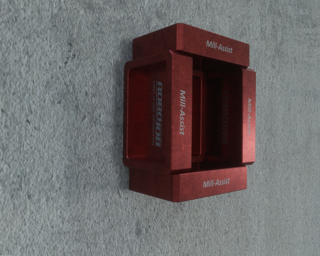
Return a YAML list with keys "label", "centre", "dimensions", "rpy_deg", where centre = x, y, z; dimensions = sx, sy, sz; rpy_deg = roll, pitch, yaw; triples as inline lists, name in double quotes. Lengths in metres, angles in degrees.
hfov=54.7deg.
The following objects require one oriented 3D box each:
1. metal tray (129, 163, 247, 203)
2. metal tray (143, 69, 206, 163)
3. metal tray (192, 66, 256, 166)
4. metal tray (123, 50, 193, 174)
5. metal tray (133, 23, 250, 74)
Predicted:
- label: "metal tray"
  centre: [0.038, 0.064, 0.397]
  dimensions: [0.131, 0.090, 0.030]
  rpy_deg: [1, 90, -40]
- label: "metal tray"
  centre: [0.021, -0.017, 0.423]
  dimensions: [0.091, 0.030, 0.129]
  rpy_deg: [1, 89, -40]
- label: "metal tray"
  centre: [0.088, -0.015, 0.439]
  dimensions: [0.030, 0.090, 0.129]
  rpy_deg: [1, 89, -40]
- label: "metal tray"
  centre: [-0.005, -0.017, 0.360]
  dimensions: [0.030, 0.090, 0.129]
  rpy_deg: [1, 89, -40]
- label: "metal tray"
  centre: [0.042, -0.096, 0.400]
  dimensions: [0.131, 0.090, 0.030]
  rpy_deg: [1, 90, -40]
